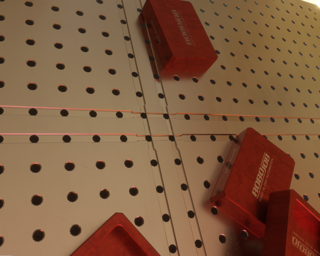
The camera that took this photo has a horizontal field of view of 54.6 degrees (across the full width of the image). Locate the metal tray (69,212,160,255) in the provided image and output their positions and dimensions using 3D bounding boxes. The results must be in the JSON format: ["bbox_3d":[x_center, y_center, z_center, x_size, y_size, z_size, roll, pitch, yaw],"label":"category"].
[{"bbox_3d":[-0.056,0.153,0.280,0.090,0.030,0.131,47,51,5],"label":"metal tray"}]

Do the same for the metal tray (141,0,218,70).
[{"bbox_3d":[0.032,-0.158,0.518,0.091,0.030,0.130,-7,65,-31],"label":"metal tray"}]

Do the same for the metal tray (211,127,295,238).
[{"bbox_3d":[0.134,0.071,0.433,0.090,0.030,0.130,37,51,-4],"label":"metal tray"}]

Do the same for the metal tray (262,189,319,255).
[{"bbox_3d":[0.181,0.147,0.385,0.130,0.030,0.090,39,52,-24],"label":"metal tray"}]
